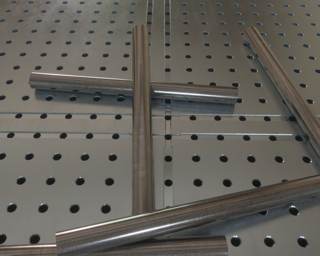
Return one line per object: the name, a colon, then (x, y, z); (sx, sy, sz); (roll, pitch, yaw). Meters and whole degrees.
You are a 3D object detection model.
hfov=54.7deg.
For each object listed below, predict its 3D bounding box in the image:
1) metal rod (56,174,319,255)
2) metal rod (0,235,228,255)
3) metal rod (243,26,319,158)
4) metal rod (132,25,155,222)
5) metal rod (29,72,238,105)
metal rod: (0.052, 0.085, 0.318); (0.302, 0.025, 0.025); (-8, 51, -15)
metal rod: (-0.086, 0.124, 0.301); (0.302, 0.025, 0.025); (-2, 50, -2)
metal rod: (0.189, -0.058, 0.458); (0.025, 0.025, 0.300); (-8, 51, -7)
metal rod: (-0.024, -0.026, 0.404); (0.025, 0.025, 0.299); (-2, 57, -2)
metal rod: (-0.040, -0.059, 0.456); (0.302, 0.025, 0.025); (5, 50, 3)
